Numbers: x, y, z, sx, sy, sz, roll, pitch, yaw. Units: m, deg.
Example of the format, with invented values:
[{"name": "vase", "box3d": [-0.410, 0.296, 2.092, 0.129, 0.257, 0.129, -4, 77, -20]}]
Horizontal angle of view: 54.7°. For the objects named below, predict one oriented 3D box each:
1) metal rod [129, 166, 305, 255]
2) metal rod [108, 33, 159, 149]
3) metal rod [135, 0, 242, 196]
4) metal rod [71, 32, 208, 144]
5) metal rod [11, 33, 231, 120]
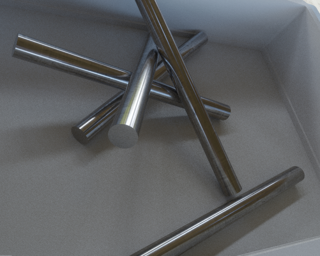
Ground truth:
[{"name": "metal rod", "box3d": [0.092, 0.105, 0.392, 0.303, 0.025, 0.025, -16, 70, -35]}, {"name": "metal rod", "box3d": [-0.017, -0.076, 0.380, 0.025, 0.025, 0.300, 27, 32, -12]}, {"name": "metal rod", "box3d": [0.034, -0.051, 0.403, 0.025, 0.025, 0.299, -27, 94, -37]}, {"name": "metal rod", "box3d": [-0.009, -0.074, 0.447, 0.025, 0.025, 0.302, 44, 51, 1]}, {"name": "metal rod", "box3d": [-0.023, -0.054, 0.394, 0.302, 0.025, 0.025, 14, 56, -33]}]
